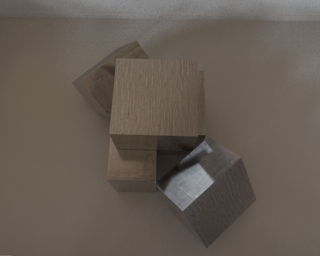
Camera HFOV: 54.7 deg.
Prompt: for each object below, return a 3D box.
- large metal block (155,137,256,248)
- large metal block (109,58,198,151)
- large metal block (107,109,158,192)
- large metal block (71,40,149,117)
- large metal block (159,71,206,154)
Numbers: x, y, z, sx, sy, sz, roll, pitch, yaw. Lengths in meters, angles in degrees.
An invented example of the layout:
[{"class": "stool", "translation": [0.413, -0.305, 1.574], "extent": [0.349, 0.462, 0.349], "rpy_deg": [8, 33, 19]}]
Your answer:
[{"class": "large metal block", "translation": [0.053, 0.072, 0.345], "extent": [0.080, 0.080, 0.050], "rpy_deg": [-40, 40, -13]}, {"class": "large metal block", "translation": [-0.004, -0.022, 0.317], "extent": [0.080, 0.050, 0.080], "rpy_deg": [2, 70, 0]}, {"class": "large metal block", "translation": [-0.029, 0.030, 0.368], "extent": [0.050, 0.080, 0.080], "rpy_deg": [1, 70, 0]}, {"class": "large metal block", "translation": [-0.058, -0.062, 0.393], "extent": [0.080, 0.080, 0.050], "rpy_deg": [-41, 110, -14]}, {"class": "large metal block", "translation": [0.025, -0.016, 0.384], "extent": [0.050, 0.080, 0.080], "rpy_deg": [1, 70, 0]}]
